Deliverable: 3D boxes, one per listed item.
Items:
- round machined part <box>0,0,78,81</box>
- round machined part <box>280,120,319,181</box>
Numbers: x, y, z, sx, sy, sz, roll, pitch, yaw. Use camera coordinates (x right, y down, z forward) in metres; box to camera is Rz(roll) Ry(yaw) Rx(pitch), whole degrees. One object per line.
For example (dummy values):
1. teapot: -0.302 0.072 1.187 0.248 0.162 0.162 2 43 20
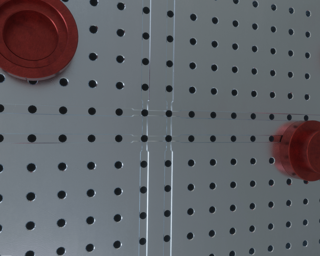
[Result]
1. round machined part: -0.145 -0.102 0.350 0.099 0.042 0.097 0 90 -20
2. round machined part: 0.245 0.036 0.493 0.099 0.042 0.097 0 90 -20
